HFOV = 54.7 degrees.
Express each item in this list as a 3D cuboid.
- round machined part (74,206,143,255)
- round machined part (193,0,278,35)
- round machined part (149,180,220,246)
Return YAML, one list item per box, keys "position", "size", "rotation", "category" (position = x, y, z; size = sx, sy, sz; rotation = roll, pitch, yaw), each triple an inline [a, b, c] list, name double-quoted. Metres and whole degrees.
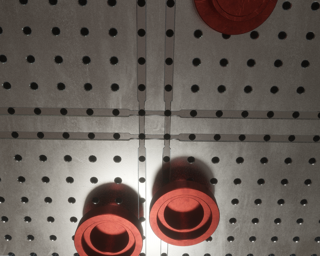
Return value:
- position: [-0.073, 0.156, 0.461]
  size: [0.099, 0.042, 0.097]
  rotation: [0, 110, -1]
  category: "round machined part"
- position: [0.087, -0.155, 0.348]
  size: [0.099, 0.042, 0.097]
  rotation: [0, 110, -1]
  category: "round machined part"
- position: [0.034, 0.118, 0.448]
  size: [0.099, 0.042, 0.097]
  rotation: [0, 110, -1]
  category: "round machined part"
